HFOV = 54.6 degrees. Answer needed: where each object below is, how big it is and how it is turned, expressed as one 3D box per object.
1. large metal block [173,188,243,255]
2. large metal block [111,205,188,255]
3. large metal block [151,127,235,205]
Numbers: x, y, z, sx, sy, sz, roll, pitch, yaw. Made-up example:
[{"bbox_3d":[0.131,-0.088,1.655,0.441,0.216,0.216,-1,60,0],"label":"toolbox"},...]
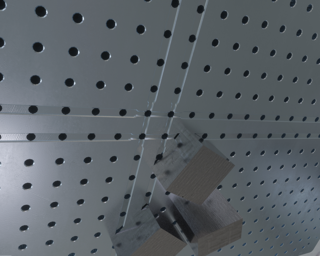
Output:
[{"bbox_3d":[0.077,0.153,0.511,0.081,0.080,0.050,-18,126,-18],"label":"large metal block"},{"bbox_3d":[-0.017,0.183,0.498,0.080,0.050,0.080,-43,129,2],"label":"large metal block"},{"bbox_3d":[0.049,0.058,0.457,0.080,0.050,0.080,32,101,-38],"label":"large metal block"}]
